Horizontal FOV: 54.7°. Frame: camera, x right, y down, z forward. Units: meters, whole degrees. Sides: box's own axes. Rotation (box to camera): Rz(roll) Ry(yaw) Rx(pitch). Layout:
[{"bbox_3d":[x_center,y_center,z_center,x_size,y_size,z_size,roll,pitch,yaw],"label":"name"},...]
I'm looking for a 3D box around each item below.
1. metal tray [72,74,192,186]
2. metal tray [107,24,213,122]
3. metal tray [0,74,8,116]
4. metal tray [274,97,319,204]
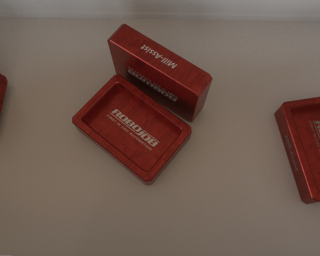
[{"bbox_3d":[-0.036,0.000,0.406,0.130,0.030,0.090,37,74,12],"label":"metal tray"},{"bbox_3d":[-0.001,-0.067,0.399,0.130,0.090,0.030,33,74,11],"label":"metal tray"},{"bbox_3d":[-0.251,-0.047,0.368,0.030,0.130,0.090,-6,69,20],"label":"metal tray"},{"bbox_3d":[0.213,0.025,0.399,0.091,0.030,0.130,-9,70,-3],"label":"metal tray"}]
